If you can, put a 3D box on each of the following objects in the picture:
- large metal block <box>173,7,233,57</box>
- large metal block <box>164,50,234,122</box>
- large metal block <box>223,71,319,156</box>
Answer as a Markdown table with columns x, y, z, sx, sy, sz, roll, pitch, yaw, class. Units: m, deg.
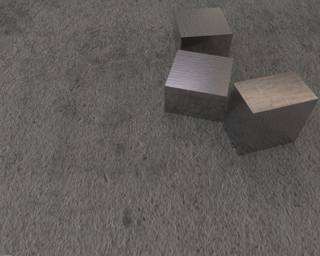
| x | y | z | sx | sy | sz | roll | pitch | yaw | class |
| --- | --- | --- | --- | --- | --- | --- | --- | --- | --- |
| 0.068 | -0.156 | 0.518 | 0.081 | 0.050 | 0.080 | -5 | 50 | -4 | large metal block |
| 0.055 | -0.061 | 0.438 | 0.080 | 0.050 | 0.080 | 11 | 51 | 9 | large metal block |
| 0.131 | -0.017 | 0.382 | 0.081 | 0.080 | 0.050 | -13 | 51 | -10 | large metal block |
